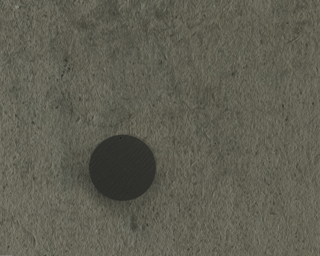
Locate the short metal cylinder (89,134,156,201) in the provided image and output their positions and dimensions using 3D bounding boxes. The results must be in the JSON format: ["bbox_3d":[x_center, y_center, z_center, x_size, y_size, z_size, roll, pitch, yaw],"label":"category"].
[{"bbox_3d":[-0.045,0.048,0.397,0.080,0.050,0.080,0,90,0],"label":"short metal cylinder"}]
